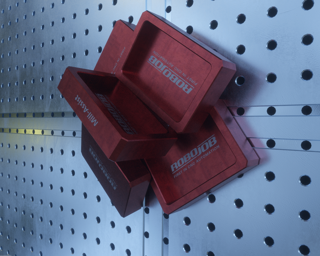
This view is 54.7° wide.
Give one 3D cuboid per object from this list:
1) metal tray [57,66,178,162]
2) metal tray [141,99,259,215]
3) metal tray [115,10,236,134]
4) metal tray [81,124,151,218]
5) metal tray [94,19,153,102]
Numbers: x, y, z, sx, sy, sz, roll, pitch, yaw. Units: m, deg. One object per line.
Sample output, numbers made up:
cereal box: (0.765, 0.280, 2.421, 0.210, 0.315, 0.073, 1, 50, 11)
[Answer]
metal tray: (-0.050, -0.019, 0.366, 0.130, 0.091, 0.030, 48, 119, 29)
metal tray: (0.039, 0.035, 0.371, 0.129, 0.030, 0.090, -41, 66, 32)
metal tray: (0.011, -0.065, 0.356, 0.130, 0.030, 0.089, 44, 116, 31)
metal tray: (-0.068, 0.049, 0.435, 0.130, 0.030, 0.089, 50, 145, 28)
metal tray: (-0.053, -0.076, 0.447, 0.090, 0.030, 0.129, 46, 117, 30)
